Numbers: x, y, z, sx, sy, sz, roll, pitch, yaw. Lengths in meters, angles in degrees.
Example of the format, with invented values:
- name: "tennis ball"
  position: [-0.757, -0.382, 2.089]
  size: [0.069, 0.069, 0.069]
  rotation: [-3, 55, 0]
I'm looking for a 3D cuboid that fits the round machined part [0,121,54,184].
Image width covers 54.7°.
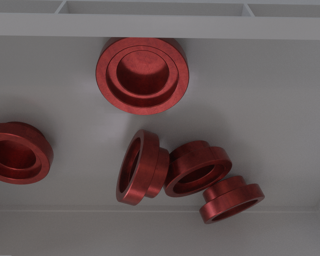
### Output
- name: "round machined part"
  position: [-0.195, 0.030, 0.421]
  size: [0.099, 0.042, 0.097]
  rotation: [0, 130, 0]

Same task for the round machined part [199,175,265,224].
- name: "round machined part"
  position: [0.104, 0.106, 0.471]
  size: [0.099, 0.042, 0.098]
  rotation: [-19, 154, -9]

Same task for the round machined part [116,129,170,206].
- name: "round machined part"
  position: [-0.020, 0.054, 0.407]
  size: [0.042, 0.098, 0.097]
  rotation: [20, 127, -16]

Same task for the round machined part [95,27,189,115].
- name: "round machined part"
  position: [-0.018, -0.065, 0.342]
  size: [0.099, 0.042, 0.097]
  rotation: [0, 130, 0]

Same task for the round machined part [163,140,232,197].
- name: "round machined part"
  position: [0.046, 0.053, 0.427]
  size: [0.099, 0.042, 0.098]
  rotation: [-18, 149, -11]
